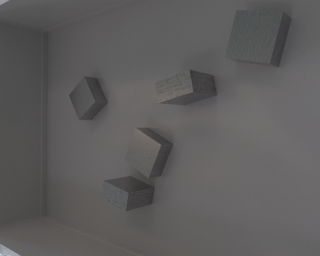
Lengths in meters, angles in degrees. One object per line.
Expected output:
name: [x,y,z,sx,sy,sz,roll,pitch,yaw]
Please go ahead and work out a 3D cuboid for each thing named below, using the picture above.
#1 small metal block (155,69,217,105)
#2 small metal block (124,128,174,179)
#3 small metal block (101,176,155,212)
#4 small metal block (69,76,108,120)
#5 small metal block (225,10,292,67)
small metal block: [0.031,-0.046,0.365,0.050,0.050,0.025,-14,81,39]
small metal block: [-0.016,0.033,0.420,0.050,0.025,0.050,32,110,35]
small metal block: [-0.044,0.089,0.427,0.050,0.050,0.025,16,100,39]
small metal block: [-0.117,-0.047,0.504,0.050,0.025,0.050,-41,66,32]
small metal block: [0.102,-0.093,0.323,0.050,0.025,0.050,19,102,38]
